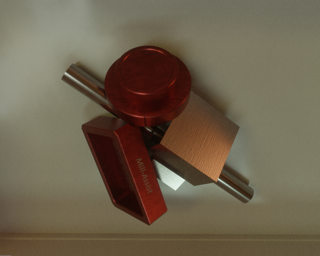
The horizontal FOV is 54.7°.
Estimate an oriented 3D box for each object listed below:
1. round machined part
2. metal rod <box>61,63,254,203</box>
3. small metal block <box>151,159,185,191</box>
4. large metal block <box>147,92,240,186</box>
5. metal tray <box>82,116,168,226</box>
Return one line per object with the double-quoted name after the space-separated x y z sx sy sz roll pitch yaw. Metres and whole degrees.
-0.014 -0.054 0.349 0.099 0.098 0.042 -2 151 0 "round machined part"
0.006 0.014 0.415 0.301 0.025 0.025 35 106 -13 "metal rod"
0.008 0.049 0.414 0.050 0.050 0.025 36 106 -13 "small metal block"
0.039 0.014 0.381 0.080 0.050 0.080 35 63 -12 "large metal block"
-0.046 0.052 0.395 0.030 0.090 0.129 -31 113 -33 "metal tray"
